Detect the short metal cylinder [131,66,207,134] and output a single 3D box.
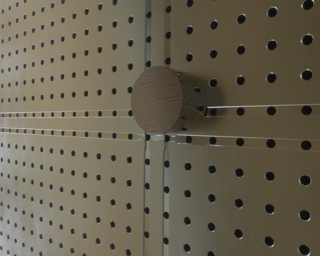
[{"bbox_3d":[0.010,-0.033,0.383,0.080,0.050,0.079,0,90,39],"label":"short metal cylinder"}]
